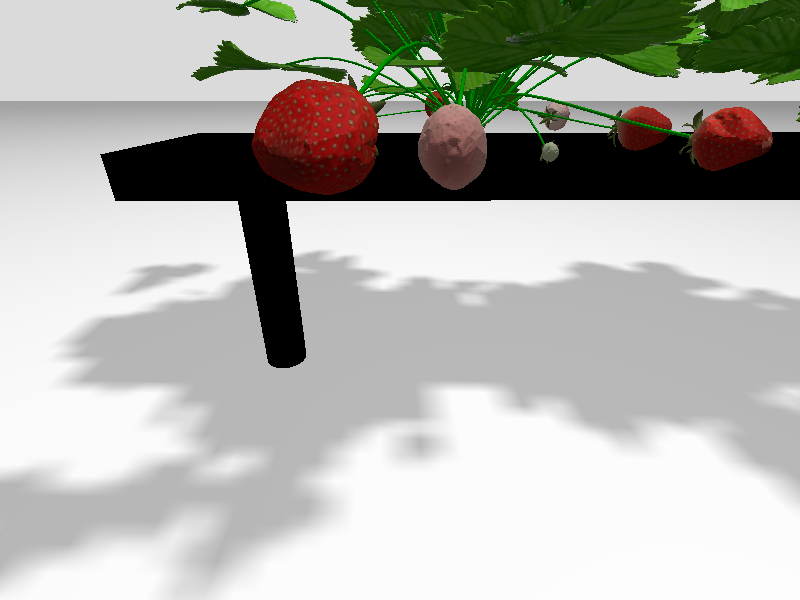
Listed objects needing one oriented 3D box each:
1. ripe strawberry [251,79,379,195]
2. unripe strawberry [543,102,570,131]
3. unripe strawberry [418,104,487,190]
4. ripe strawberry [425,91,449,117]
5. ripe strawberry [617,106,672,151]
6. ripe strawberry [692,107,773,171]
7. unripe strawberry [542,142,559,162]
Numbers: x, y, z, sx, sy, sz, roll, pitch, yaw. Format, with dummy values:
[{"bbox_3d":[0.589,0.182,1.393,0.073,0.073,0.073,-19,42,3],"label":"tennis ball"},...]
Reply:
[{"bbox_3d":[-0.029,-0.052,0.133,0.042,0.037,0.038,11,39,19],"label":"ripe strawberry"},{"bbox_3d":[0.156,-0.181,0.394,0.027,0.026,0.025,-20,34,-35],"label":"unripe strawberry"},{"bbox_3d":[0.019,-0.056,0.149,0.026,0.030,0.029,5,36,9],"label":"unripe strawberry"},{"bbox_3d":[0.048,-0.256,0.528,0.033,0.035,0.036,-1,27,-1],"label":"ripe strawberry"},{"bbox_3d":[0.151,-0.106,0.248,0.030,0.025,0.030,22,35,35],"label":"ripe strawberry"},{"bbox_3d":[0.153,-0.073,0.185,0.031,0.028,0.028,-17,33,-29],"label":"ripe strawberry"},{"bbox_3d":[0.083,-0.081,0.220,0.009,0.010,0.010,-6,29,-12],"label":"unripe strawberry"}]
